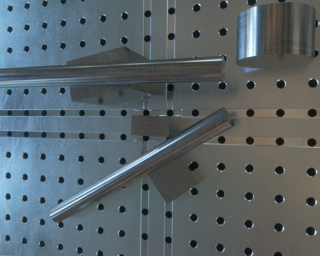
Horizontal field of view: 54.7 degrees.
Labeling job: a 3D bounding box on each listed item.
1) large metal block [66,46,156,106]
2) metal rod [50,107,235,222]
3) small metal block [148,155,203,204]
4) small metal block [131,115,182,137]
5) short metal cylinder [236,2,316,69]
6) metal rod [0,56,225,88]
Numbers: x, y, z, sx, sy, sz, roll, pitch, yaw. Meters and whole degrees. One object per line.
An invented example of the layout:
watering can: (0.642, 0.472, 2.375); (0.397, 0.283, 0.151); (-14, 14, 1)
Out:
large metal block: (-0.061, -0.064, 0.405); (0.080, 0.080, 0.050); (-10, 87, 20)
metal rod: (-0.040, 0.059, 0.405); (0.299, 0.025, 0.025); (-32, 80, 25)
small metal block: (0.019, 0.063, 0.406); (0.050, 0.025, 0.050); (-37, 78, 16)
small metal block: (-0.004, -0.003, 0.400); (0.050, 0.050, 0.025); (3, 91, 20)
short metal cylinder: (0.125, -0.097, 0.339); (0.080, 0.080, 0.050); (2, 91, 20)
metal rod: (-0.079, -0.061, 0.355); (0.301, 0.025, 0.025); (1, 91, 19)
